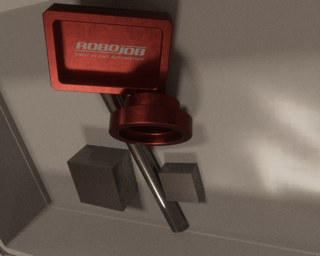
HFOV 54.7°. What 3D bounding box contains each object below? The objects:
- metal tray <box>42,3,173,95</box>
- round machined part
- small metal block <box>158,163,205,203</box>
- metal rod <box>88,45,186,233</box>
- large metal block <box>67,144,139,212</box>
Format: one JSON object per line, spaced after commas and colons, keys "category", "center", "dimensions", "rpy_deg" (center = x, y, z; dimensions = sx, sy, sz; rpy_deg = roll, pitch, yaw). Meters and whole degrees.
{"category": "metal tray", "center": [-0.055, -0.085, 0.346], "dimensions": [0.131, 0.030, 0.089], "rpy_deg": [3, 124, -4]}
{"category": "round machined part", "center": [-0.010, -0.011, 0.373], "dimensions": [0.099, 0.042, 0.098], "rpy_deg": [2, 162, 1]}
{"category": "small metal block", "center": [0.031, 0.077, 0.439], "dimensions": [0.050, 0.025, 0.050], "rpy_deg": [-3, 117, 29]}
{"category": "metal rod", "center": [-0.031, 0.028, 0.440], "dimensions": [0.025, 0.025, 0.299], "rpy_deg": [-13, 112, 33]}
{"category": "large metal block", "center": [-0.087, 0.076, 0.484], "dimensions": [0.080, 0.050, 0.079], "rpy_deg": [5, 121, 25]}
